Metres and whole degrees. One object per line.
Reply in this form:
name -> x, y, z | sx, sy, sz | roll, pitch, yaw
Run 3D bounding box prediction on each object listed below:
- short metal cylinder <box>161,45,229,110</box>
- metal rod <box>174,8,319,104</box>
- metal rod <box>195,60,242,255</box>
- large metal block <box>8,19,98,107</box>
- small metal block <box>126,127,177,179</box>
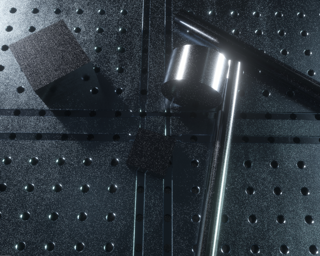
short metal cylinder -> 0.046, -0.064, 0.407 | 0.080, 0.080, 0.050 | 13, 71, 4
metal rod -> 0.153, -0.093, 0.447 | 0.301, 0.025, 0.025 | 32, 73, 10
metal rod -> 0.075, 0.047, 0.395 | 0.025, 0.025, 0.299 | 11, 70, 3
large metal block -> -0.145, -0.089, 0.429 | 0.080, 0.050, 0.080 | -31, 73, -11
small metal block -> -0.011, 0.033, 0.400 | 0.050, 0.025, 0.050 | 17, 71, 6
